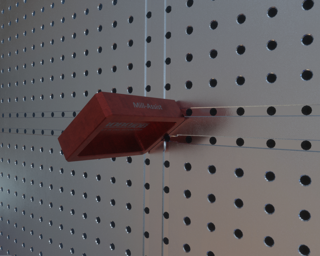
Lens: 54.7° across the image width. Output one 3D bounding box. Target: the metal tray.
[{"bbox_3d":[-0.042,0.001,0.373,0.090,0.131,0.030,-42,65,32],"label":"metal tray"}]
